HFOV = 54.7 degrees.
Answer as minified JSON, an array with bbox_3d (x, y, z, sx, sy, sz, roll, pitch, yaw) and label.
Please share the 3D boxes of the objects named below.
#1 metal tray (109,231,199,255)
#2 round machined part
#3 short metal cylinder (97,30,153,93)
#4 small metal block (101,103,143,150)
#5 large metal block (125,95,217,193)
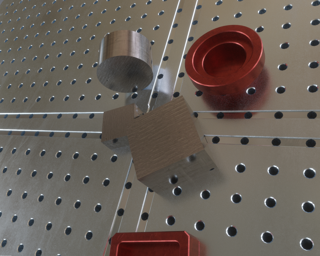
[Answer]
[{"bbox_3d":[-0.010,0.172,0.303,0.090,0.030,0.130,-9,58,22],"label":"metal tray"},{"bbox_3d":[0.086,-0.083,0.402,0.098,0.042,0.098,-13,56,20],"label":"round machined part"},{"bbox_3d":[-0.051,-0.096,0.457,0.080,0.080,0.050,-15,56,20],"label":"short metal cylinder"},{"bbox_3d":[-0.053,-0.002,0.436,0.050,0.025,0.050,-15,56,19],"label":"small metal block"},{"bbox_3d":[0.011,0.020,0.373,0.080,0.050,0.080,-26,53,11],"label":"large metal block"}]
